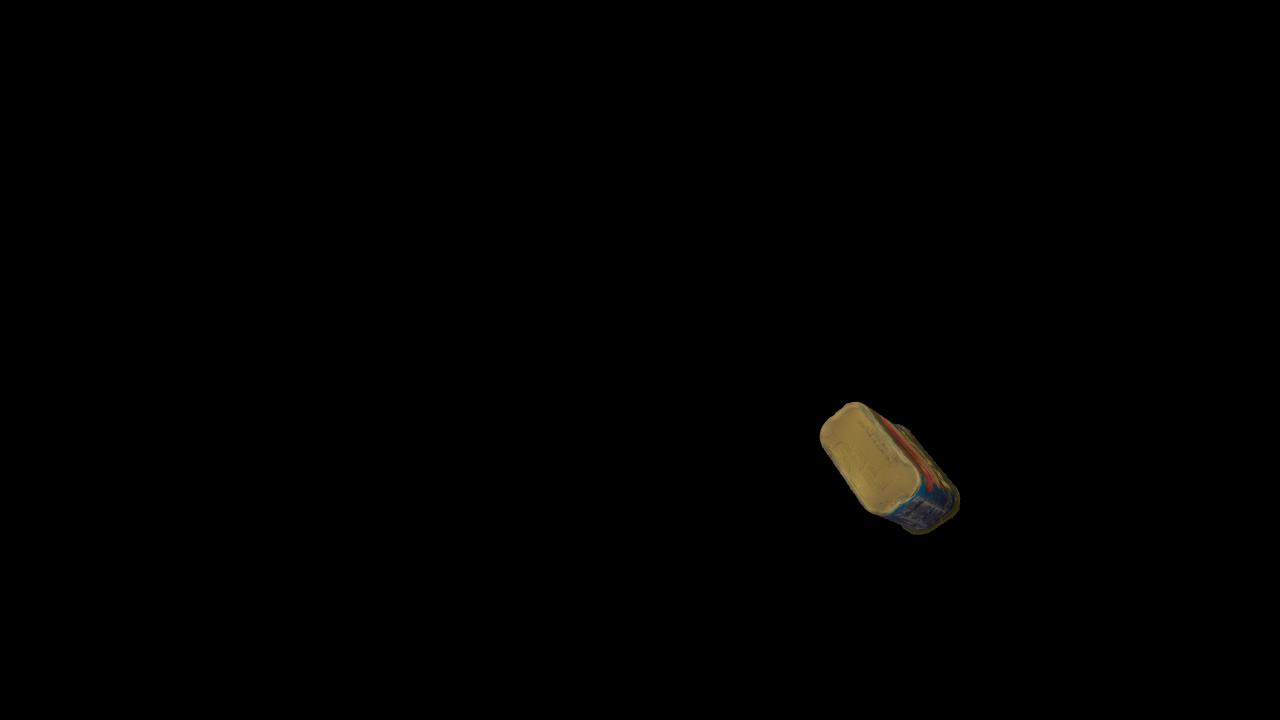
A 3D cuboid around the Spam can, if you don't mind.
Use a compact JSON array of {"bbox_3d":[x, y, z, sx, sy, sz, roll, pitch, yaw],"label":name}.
[{"bbox_3d":[0.211,0.092,0.527,0.085,0.058,0.101,26,27,-40],"label":"Spam can"}]
